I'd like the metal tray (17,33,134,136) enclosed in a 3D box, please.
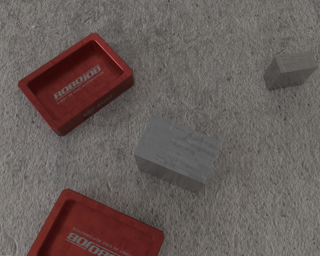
[{"bbox_3d":[-0.112,-0.062,0.427,0.130,0.030,0.090,-39,75,-13],"label":"metal tray"}]

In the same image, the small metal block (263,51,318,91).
[{"bbox_3d":[0.177,-0.078,0.425,0.050,0.050,0.025,-10,71,-4],"label":"small metal block"}]

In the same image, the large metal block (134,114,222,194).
[{"bbox_3d":[0.019,0.034,0.367,0.080,0.080,0.050,22,72,8],"label":"large metal block"}]

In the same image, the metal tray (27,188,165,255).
[{"bbox_3d":[-0.071,0.137,0.354,0.130,0.030,0.090,23,71,8],"label":"metal tray"}]
